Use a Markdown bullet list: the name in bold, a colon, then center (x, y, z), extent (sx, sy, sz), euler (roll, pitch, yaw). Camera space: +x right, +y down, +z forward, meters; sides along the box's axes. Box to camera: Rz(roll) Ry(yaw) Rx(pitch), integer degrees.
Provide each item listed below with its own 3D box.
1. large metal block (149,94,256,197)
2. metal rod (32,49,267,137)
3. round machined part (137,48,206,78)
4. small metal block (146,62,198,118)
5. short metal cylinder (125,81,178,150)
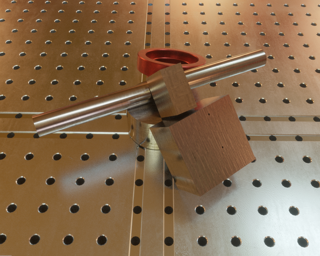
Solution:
- **large metal block**: center (0.048, 0.017, 0.348), extent (0.081, 0.050, 0.080), euler (-29, 100, -22)
- **metal rod**: center (0.001, -0.049, 0.383), extent (0.302, 0.025, 0.025), euler (-19, 53, -16)
- **round machined part**: center (0.015, -0.084, 0.452), extent (0.099, 0.042, 0.098), euler (5, 28, -2)
- **small metal block**: center (0.012, -0.040, 0.346), extent (0.025, 0.050, 0.050), euler (-23, 96, -19)
- **short metal cylinder**: center (-0.003, -0.018, 0.406), extent (0.081, 0.050, 0.080), euler (0, 50, 0)
